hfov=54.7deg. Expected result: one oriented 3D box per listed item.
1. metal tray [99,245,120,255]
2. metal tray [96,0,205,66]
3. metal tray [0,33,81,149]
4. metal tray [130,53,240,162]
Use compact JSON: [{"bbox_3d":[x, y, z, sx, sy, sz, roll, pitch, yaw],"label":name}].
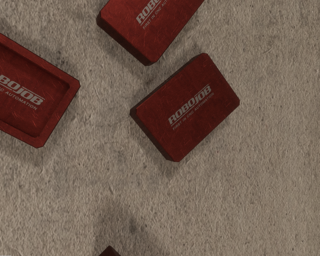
[{"bbox_3d":[-0.020,0.207,0.368,0.030,0.090,0.130,-44,104,-15],"label":"metal tray"},{"bbox_3d":[-0.008,-0.158,0.404,0.090,0.030,0.130,39,77,-16],"label":"metal tray"},{"bbox_3d":[-0.168,-0.046,0.344,0.130,0.030,0.090,32,80,-18],"label":"metal tray"},{"bbox_3d":[0.036,-0.028,0.421,0.130,0.030,0.090,-42,104,-16],"label":"metal tray"}]
